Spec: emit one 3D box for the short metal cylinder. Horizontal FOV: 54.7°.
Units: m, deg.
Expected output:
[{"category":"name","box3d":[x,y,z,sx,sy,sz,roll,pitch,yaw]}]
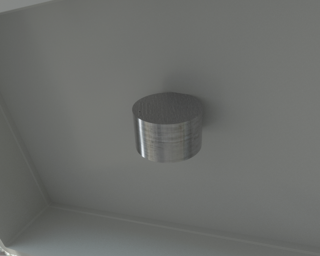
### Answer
[{"category":"short metal cylinder","box3d":[0.010,-0.003,0.365,0.080,0.080,0.050,11,123,22]}]
